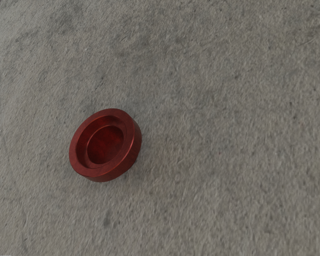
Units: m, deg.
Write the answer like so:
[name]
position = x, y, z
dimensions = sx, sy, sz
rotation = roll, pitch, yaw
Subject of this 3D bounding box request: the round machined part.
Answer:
[round machined part]
position = -0.067, 0.026, 0.411
dimensions = 0.098, 0.042, 0.098
rotation = -13, 56, 20
